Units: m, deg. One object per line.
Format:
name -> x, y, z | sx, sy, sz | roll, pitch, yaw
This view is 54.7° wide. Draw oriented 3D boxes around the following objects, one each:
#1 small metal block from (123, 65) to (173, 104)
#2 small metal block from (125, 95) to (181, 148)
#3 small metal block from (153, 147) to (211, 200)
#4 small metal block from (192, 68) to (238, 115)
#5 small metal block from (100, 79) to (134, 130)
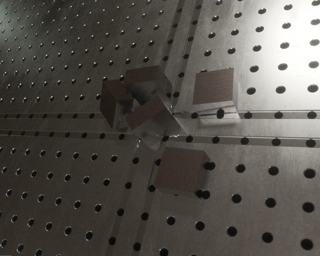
small metal block -> -0.016, -0.060, 0.436 | 0.050, 0.050, 0.025 | -4, 60, 26
small metal block -> -0.008, -0.008, 0.400 | 0.050, 0.050, 0.025 | -35, 52, 5
small metal block -> 0.026, 0.052, 0.362 | 0.050, 0.025, 0.050 | 4, 64, 29
small metal block -> 0.072, -0.047, 0.398 | 0.050, 0.025, 0.050 | -4, 60, 25
small metal block -> -0.063, -0.034, 0.442 | 0.025, 0.050, 0.050 | -11, 44, -30
